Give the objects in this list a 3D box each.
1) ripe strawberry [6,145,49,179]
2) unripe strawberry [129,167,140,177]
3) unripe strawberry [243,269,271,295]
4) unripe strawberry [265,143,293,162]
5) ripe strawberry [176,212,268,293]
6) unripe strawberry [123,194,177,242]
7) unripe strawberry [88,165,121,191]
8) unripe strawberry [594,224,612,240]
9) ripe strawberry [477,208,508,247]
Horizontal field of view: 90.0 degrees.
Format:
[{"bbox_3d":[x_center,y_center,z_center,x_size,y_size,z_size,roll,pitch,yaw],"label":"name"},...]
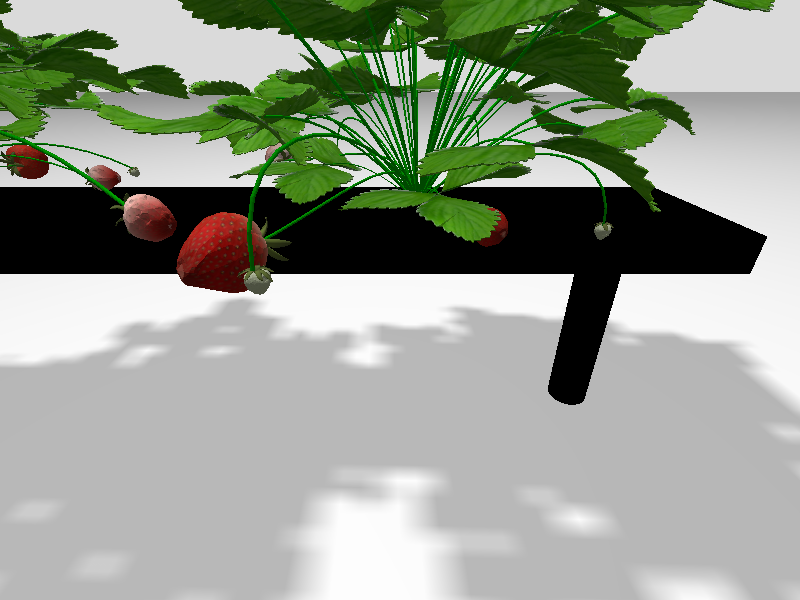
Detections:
[{"bbox_3d":[-0.415,-0.156,0.449,0.034,0.036,0.037,5,29,9],"label":"ripe strawberry"},{"bbox_3d":[-0.298,-0.143,0.450,0.009,0.010,0.010,31,-22,43],"label":"unripe strawberry"},{"bbox_3d":[-0.067,-0.009,0.190,0.011,0.012,0.013,13,31,21],"label":"unripe strawberry"},{"bbox_3d":[-0.140,-0.163,0.459,0.033,0.034,0.030,22,36,35],"label":"unripe strawberry"},{"bbox_3d":[-0.090,-0.022,0.201,0.041,0.043,0.044,17,34,28],"label":"ripe strawberry"},{"bbox_3d":[-0.164,-0.053,0.264,0.030,0.032,0.028,20,33,11],"label":"unripe strawberry"},{"bbox_3d":[-0.286,-0.118,0.389,0.025,0.024,0.027,-7,30,-17],"label":"unripe strawberry"},{"bbox_3d":[0.128,-0.043,0.254,0.010,0.010,0.011,25,37,37],"label":"unripe strawberry"},{"bbox_3d":[0.061,-0.047,0.263,0.024,0.025,0.026,-13,32,-22],"label":"ripe strawberry"}]
